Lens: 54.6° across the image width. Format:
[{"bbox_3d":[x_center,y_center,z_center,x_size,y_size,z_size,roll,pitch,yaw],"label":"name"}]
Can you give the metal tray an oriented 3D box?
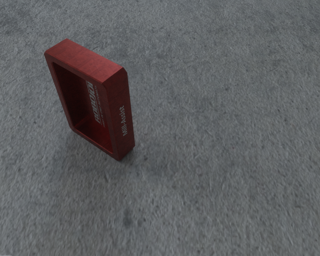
[{"bbox_3d":[-0.076,-0.028,0.358,0.090,0.129,0.030,30,57,23],"label":"metal tray"}]
